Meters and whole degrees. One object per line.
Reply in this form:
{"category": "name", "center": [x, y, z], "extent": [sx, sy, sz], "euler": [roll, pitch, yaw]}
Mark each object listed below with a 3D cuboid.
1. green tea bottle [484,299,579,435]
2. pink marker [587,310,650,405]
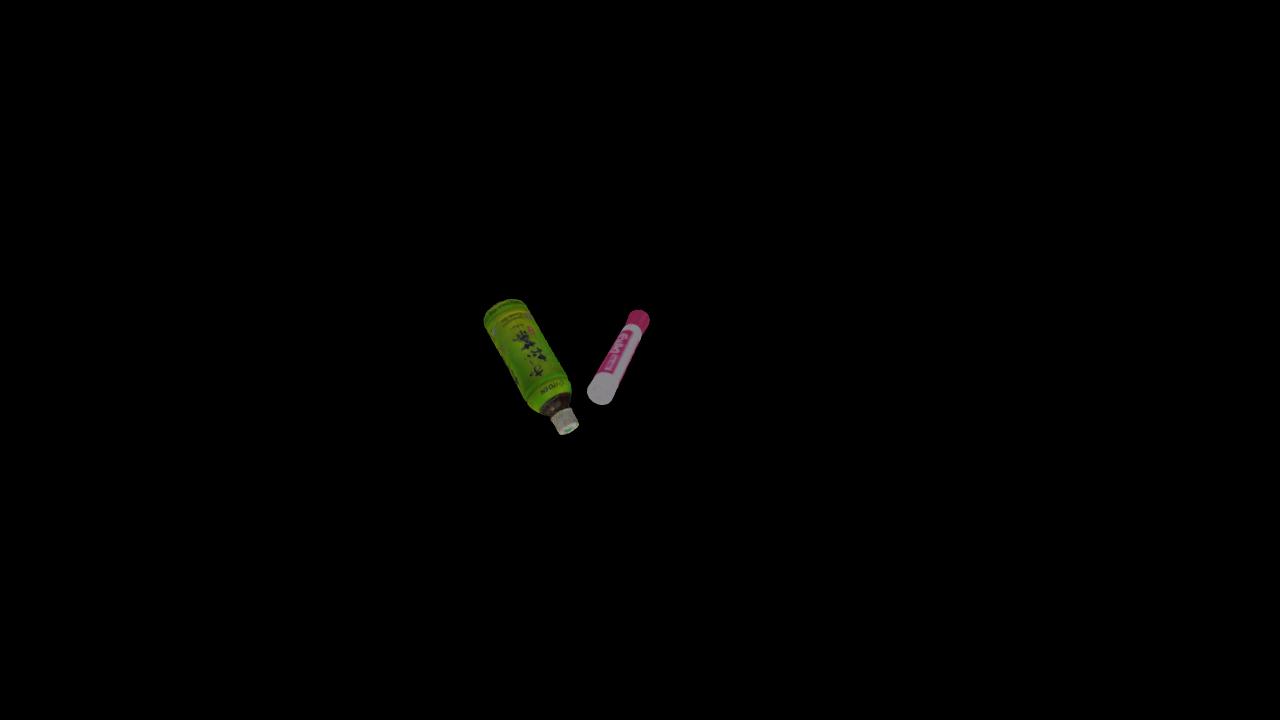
{"category": "green tea bottle", "center": [-0.148, 0.011, 0.873], "extent": [0.073, 0.212, 0.073], "euler": [-30, -21, -13]}
{"category": "pink marker", "center": [-0.013, -0.007, 0.473], "extent": [0.020, 0.020, 0.121], "euler": [0, 30, 16]}
